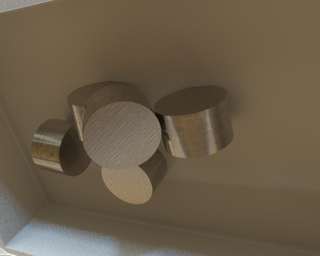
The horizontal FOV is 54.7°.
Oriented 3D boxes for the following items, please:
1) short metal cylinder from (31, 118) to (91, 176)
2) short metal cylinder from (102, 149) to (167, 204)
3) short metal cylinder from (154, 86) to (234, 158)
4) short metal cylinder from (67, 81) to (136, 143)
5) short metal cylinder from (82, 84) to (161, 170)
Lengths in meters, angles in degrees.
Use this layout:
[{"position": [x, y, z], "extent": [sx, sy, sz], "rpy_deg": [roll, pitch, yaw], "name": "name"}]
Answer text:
[{"position": [-0.142, 0.028, 0.463], "extent": [0.050, 0.080, 0.079], "rpy_deg": [8, 122, 24], "name": "short metal cylinder"}, {"position": [-0.036, 0.063, 0.449], "extent": [0.080, 0.050, 0.079], "rpy_deg": [13, 124, 20], "name": "short metal cylinder"}, {"position": [0.038, -0.009, 0.346], "extent": [0.080, 0.080, 0.050], "rpy_deg": [-1, 118, 28], "name": "short metal cylinder"}, {"position": [-0.072, -0.022, 0.396], "extent": [0.080, 0.080, 0.050], "rpy_deg": [8, 122, 24], "name": "short metal cylinder"}, {"position": [-0.043, -0.002, 0.339], "extent": [0.081, 0.050, 0.079], "rpy_deg": [-6, 118, -12], "name": "short metal cylinder"}]
